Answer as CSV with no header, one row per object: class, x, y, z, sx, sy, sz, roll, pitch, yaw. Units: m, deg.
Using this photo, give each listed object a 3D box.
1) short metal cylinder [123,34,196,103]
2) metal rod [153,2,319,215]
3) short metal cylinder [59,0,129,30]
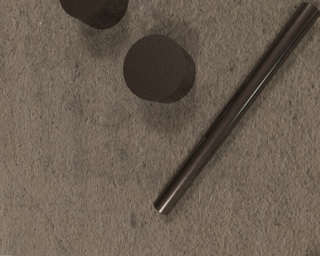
short metal cylinder,0.000,-0.073,0.395,0.080,0.050,0.079,0,90,19
metal rod,0.086,-0.014,0.378,0.025,0.025,0.299,38,102,15
short metal cylinder,-0.090,-0.183,0.426,0.080,0.050,0.079,0,90,19
